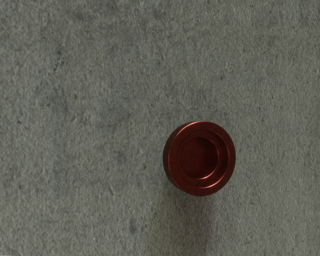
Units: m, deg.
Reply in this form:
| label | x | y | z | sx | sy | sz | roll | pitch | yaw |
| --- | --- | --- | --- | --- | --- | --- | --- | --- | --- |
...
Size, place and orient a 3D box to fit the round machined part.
| label | x | y | z | sx | sy | sz | roll | pitch | yaw |
| --- | --- | --- | --- | --- | --- | --- | --- | --- | --- |
| round machined part | 0.049 | 0.040 | 0.420 | 0.099 | 0.042 | 0.097 | 0 | 90 | -21 |
